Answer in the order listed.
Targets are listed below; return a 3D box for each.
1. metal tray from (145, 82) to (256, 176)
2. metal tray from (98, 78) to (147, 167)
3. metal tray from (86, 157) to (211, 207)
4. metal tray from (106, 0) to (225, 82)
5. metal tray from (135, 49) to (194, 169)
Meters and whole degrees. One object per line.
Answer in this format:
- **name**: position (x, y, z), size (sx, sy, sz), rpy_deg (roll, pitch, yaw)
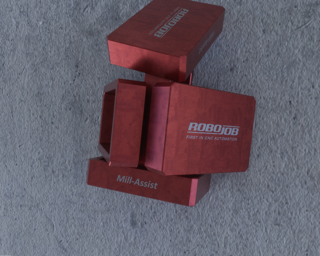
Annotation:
- **metal tray**: position (0.049, 0.003, 0.339), size (0.030, 0.131, 0.089), rpy_deg (9, 94, 53)
- **metal tray**: position (-0.050, -0.009, 0.375), size (0.030, 0.130, 0.089), rpy_deg (5, 92, -17)
- **metal tray**: position (-0.010, 0.058, 0.378), size (0.130, 0.090, 0.030), rpy_deg (8, 93, 19)
- **metal tray**: position (0.011, -0.109, 0.357), size (0.090, 0.130, 0.030), rpy_deg (19, 137, 18)
- **metal tray**: position (0.009, -0.021, 0.371), size (0.030, 0.090, 0.129), rpy_deg (8, 93, 19)
